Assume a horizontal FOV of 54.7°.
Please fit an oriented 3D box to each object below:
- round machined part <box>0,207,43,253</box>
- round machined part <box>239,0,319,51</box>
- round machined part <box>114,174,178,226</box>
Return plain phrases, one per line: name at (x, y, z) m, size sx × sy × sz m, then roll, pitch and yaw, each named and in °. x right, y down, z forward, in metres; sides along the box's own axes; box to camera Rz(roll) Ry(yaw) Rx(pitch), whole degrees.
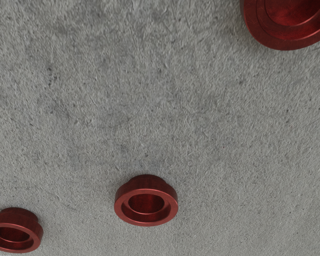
round machined part at (-0.255, 0.176, 0.543) m, size 0.099 × 0.042 × 0.097 m, roll 0°, pitch 130°, yaw 0°
round machined part at (0.124, -0.126, 0.289) m, size 0.099 × 0.042 × 0.097 m, roll 0°, pitch 130°, yaw 0°
round machined part at (-0.021, 0.111, 0.490) m, size 0.099 × 0.042 × 0.097 m, roll 0°, pitch 130°, yaw 0°
